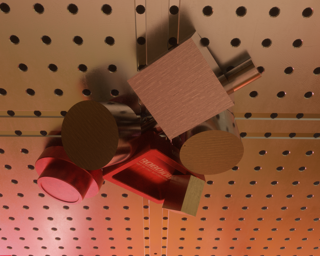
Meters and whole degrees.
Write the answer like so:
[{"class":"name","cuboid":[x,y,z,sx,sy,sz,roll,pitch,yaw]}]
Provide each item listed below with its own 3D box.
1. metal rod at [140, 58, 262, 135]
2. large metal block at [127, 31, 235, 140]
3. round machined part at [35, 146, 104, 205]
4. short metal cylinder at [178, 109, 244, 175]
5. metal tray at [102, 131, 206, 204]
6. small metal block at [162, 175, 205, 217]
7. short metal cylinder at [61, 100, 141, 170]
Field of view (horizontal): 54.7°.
[{"class":"metal rod","cuboid":[-0.009,-0.001,0.413,0.300,0.025,0.025,-30,124,23]},{"class":"large metal block","cuboid":[0.025,-0.046,0.341,0.080,0.050,0.080,-30,105,23]},{"class":"round machined part","cuboid":[-0.134,0.074,0.445,0.098,0.042,0.097,11,137,11]},{"class":"short metal cylinder","cuboid":[0.065,0.017,0.409,0.081,0.050,0.079,0,130,0]},{"class":"metal tray","cuboid":[-0.006,0.062,0.442,0.090,0.030,0.130,-30,137,23]},{"class":"small metal block","cuboid":[0.033,0.094,0.437,0.025,0.050,0.050,27,160,-23]},{"class":"short metal cylinder","cuboid":[-0.070,0.007,0.373,0.080,0.050,0.079,2,94,25]}]
